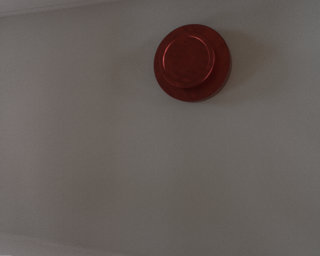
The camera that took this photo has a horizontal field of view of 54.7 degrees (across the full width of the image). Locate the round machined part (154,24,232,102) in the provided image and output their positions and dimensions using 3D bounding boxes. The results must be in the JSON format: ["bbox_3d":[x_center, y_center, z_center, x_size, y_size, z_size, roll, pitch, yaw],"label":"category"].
[{"bbox_3d":[0.038,-0.082,0.388,0.098,0.042,0.097,0,90,19],"label":"round machined part"}]
